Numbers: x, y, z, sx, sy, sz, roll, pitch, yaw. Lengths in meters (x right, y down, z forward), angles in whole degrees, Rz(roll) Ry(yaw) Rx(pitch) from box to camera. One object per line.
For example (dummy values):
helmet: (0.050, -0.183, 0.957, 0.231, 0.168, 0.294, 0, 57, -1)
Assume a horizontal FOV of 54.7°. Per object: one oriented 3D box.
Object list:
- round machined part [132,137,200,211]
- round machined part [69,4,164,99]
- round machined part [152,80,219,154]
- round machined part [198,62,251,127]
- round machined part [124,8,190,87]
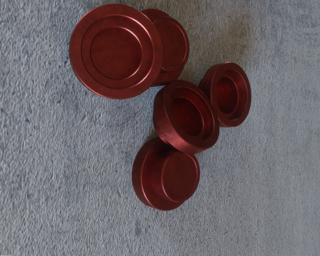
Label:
round machined part: (0.015, 0.061, 0.409, 0.099, 0.042, 0.097, 0, 90, -40)
round machined part: (-0.049, -0.081, 0.341, 0.099, 0.042, 0.097, -3, 98, -19)
round machined part: (0.029, -0.011, 0.408, 0.099, 0.042, 0.098, 22, 53, -33)
round machined part: (0.095, -0.050, 0.477, 0.099, 0.042, 0.097, 0, 90, -40)
round machined part: (0.000, -0.103, 0.396, 0.099, 0.042, 0.097, 0, 90, -40)
